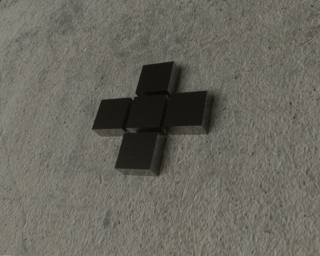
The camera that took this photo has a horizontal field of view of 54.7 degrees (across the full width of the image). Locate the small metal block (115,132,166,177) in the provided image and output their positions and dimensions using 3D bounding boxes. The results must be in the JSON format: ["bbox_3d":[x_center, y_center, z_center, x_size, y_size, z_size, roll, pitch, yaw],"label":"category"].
[{"bbox_3d":[-0.024,0.034,0.396,0.050,0.025,0.050,-2,61,27],"label":"small metal block"}]

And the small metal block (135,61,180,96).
[{"bbox_3d":[-0.002,-0.066,0.446,0.050,0.025,0.050,-2,61,27],"label":"small metal block"}]

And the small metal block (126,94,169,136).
[{"bbox_3d":[-0.013,-0.017,0.421,0.050,0.025,0.050,-2,61,27],"label":"small metal block"}]

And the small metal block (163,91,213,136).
[{"bbox_3d":[0.037,-0.018,0.396,0.050,0.025,0.050,-2,61,27],"label":"small metal block"}]

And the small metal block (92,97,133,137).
[{"bbox_3d":[-0.064,-0.015,0.446,0.050,0.025,0.050,-2,61,27],"label":"small metal block"}]
